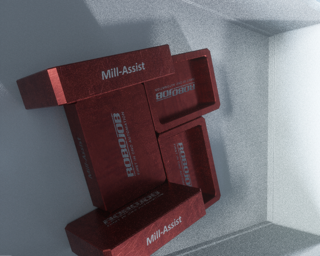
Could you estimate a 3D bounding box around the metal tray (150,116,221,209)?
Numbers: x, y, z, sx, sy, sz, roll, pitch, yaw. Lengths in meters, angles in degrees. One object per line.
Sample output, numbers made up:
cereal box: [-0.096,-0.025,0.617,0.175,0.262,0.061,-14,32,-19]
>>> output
metal tray: [0.035,0.057,0.433,0.091,0.030,0.129,-22,104,-38]

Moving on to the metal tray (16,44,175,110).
metal tray: [-0.061,-0.052,0.310,0.131,0.090,0.030,-23,105,-38]

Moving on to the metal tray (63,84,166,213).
metal tray: [-0.048,0.019,0.361,0.091,0.030,0.129,-22,104,-38]

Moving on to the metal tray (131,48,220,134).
metal tray: [0.024,-0.054,0.423,0.131,0.030,0.089,-22,104,-38]

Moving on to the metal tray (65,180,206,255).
metal tray: [-0.025,0.101,0.342,0.131,0.090,0.030,-22,105,-38]
